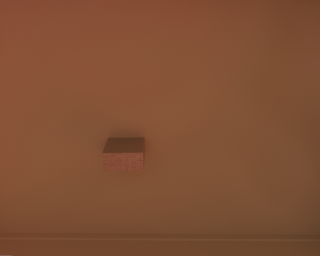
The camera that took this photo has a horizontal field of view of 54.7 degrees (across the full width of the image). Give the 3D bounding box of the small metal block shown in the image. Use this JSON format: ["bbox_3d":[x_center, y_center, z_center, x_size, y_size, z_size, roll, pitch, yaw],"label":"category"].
[{"bbox_3d":[-0.046,0.034,0.410,0.050,0.050,0.025,-1,110,0],"label":"small metal block"}]
